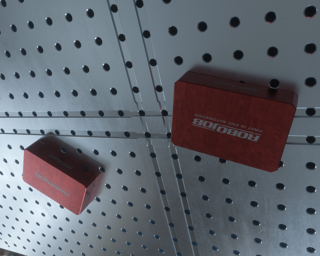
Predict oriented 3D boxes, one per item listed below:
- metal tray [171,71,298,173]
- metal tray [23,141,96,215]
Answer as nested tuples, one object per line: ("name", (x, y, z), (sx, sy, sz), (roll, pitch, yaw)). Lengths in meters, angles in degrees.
("metal tray", (0.080, -0.008, 0.360), (0.130, 0.030, 0.089), (15, 125, 19))
("metal tray", (-0.184, 0.091, 0.559), (0.130, 0.030, 0.089), (29, 128, 9))
